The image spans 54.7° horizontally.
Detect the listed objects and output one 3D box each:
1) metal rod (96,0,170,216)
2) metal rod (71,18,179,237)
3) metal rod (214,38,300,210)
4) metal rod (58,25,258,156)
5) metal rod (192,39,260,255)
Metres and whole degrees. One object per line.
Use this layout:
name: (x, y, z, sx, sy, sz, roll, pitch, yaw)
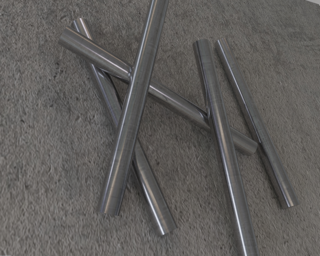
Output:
metal rod: (-0.025, -0.050, 0.368, 0.025, 0.025, 0.299, 18, 71, -18)
metal rod: (-0.051, -0.015, 0.384, 0.025, 0.025, 0.299, -13, 68, -33)
metal rod: (0.147, -0.021, 0.495, 0.025, 0.025, 0.299, -2, 63, -29)
metal rod: (0.010, -0.040, 0.412, 0.301, 0.025, 0.025, 30, 52, -18)
metal rod: (0.083, 0.023, 0.399, 0.025, 0.025, 0.299, -2, 73, -29)
